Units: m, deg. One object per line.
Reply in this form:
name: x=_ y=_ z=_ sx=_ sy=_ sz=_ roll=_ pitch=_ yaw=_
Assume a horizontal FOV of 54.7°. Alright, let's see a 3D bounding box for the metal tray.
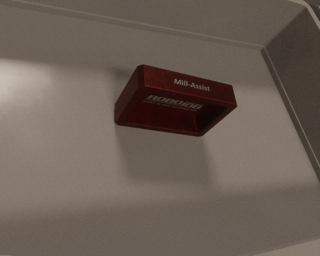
metal tray: x=0.018 y=-0.029 z=0.392 sx=0.131 sy=0.090 sz=0.030 roll=8 pitch=58 yaw=-24
